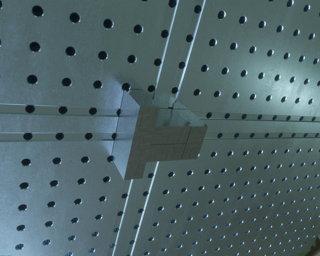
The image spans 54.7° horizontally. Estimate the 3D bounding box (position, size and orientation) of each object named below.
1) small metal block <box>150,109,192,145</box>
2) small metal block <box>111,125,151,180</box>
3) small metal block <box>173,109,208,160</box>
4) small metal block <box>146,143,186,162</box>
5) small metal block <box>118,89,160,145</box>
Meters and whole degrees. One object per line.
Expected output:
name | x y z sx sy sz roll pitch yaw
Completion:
small metal block | 0.004 -0.003 0.396 0.050 0.050 0.025 0 119 -29
small metal block | -0.038 0.030 0.393 0.025 0.050 0.050 0 119 -29
small metal block | 0.034 0.008 0.419 0.025 0.050 0.050 0 119 -29
small metal block | -0.002 0.019 0.406 0.050 0.050 0.025 0 119 -29
small metal block | -0.027 -0.014 0.372 0.025 0.050 0.050 0 119 -29
